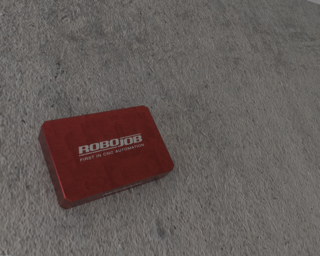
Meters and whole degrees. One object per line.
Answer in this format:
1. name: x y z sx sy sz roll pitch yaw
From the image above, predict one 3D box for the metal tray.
1. metal tray: -0.058 0.027 0.352 0.131 0.030 0.090 -12 68 -33
